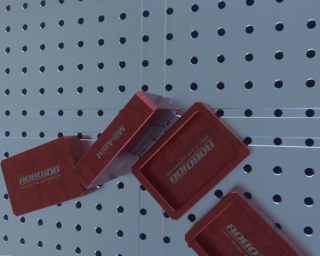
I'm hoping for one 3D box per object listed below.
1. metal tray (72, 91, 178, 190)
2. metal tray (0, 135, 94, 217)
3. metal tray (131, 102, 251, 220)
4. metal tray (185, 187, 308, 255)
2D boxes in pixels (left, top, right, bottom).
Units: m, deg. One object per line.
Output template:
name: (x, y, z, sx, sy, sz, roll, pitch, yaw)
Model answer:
metal tray: (-0.041, 0.015, 0.391, 0.030, 0.090, 0.130, 44, 103, 12)
metal tray: (-0.172, 0.073, 0.469, 0.130, 0.030, 0.090, -20, 84, 18)
metal tray: (0.038, 0.042, 0.395, 0.130, 0.030, 0.090, -46, 76, 14)
metal tray: (0.106, 0.149, 0.372, 0.130, 0.030, 0.090, 46, 104, 14)
